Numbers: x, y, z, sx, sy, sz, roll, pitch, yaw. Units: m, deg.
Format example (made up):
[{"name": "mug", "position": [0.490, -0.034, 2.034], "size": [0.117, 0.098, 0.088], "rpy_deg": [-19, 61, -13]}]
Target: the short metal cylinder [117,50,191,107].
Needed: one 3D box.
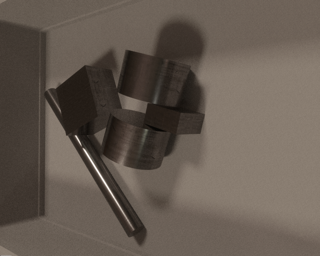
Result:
[{"name": "short metal cylinder", "position": [-0.008, -0.060, 0.376], "size": [0.080, 0.081, 0.050], "rpy_deg": [23, 105, 37]}]

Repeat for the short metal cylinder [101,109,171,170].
[{"name": "short metal cylinder", "position": [-0.029, 0.012, 0.393], "size": [0.080, 0.081, 0.050], "rpy_deg": [28, 107, 36]}]

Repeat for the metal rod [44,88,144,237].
[{"name": "metal rod", "position": [-0.117, 0.041, 0.500], "size": [0.300, 0.025, 0.025], "rpy_deg": [51, 120, 27]}]

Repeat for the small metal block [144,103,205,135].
[{"name": "small metal block", "position": [0.018, -0.011, 0.374], "size": [0.050, 0.050, 0.025], "rpy_deg": [19, 102, 38]}]

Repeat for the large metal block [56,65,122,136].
[{"name": "large metal block", "position": [-0.109, -0.039, 0.478], "size": [0.080, 0.050, 0.080], "rpy_deg": [-26, 74, 36]}]
